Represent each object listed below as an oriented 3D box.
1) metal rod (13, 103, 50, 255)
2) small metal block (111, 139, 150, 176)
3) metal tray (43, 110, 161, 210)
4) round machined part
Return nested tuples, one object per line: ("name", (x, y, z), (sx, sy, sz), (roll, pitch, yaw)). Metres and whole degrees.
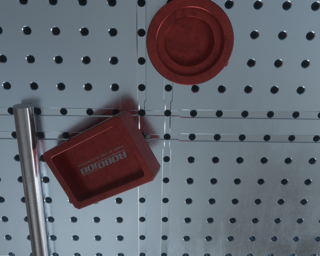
("metal rod", (-0.182, 0.111, 0.451), (0.025, 0.025, 0.298), (2, 110, -1))
("small metal block", (-0.041, 0.042, 0.428), (0.050, 0.025, 0.050), (4, 110, -2))
("metal tray", (-0.077, 0.044, 0.402), (0.130, 0.030, 0.090), (-25, 100, 23))
("round machined part", (0.034, -0.103, 0.367), (0.099, 0.042, 0.097), (0, 110, -1))
